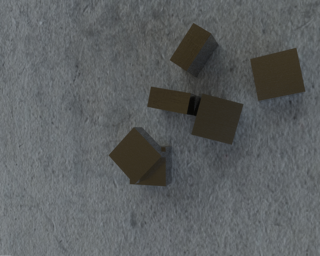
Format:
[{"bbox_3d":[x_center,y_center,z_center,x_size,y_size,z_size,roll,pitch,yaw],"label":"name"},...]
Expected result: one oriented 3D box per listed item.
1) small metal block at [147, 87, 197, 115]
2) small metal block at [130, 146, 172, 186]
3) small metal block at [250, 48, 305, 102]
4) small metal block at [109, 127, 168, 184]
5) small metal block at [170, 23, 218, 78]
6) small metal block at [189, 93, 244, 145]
[{"bbox_3d":[0.019,-0.033,0.388,0.050,0.050,0.025,12,94,19],"label":"small metal block"},{"bbox_3d":[-0.012,0.049,0.412,0.050,0.025,0.050,0,90,19],"label":"small metal block"},{"bbox_3d":[0.136,-0.060,0.361,0.050,0.025,0.050,-11,86,19],"label":"small metal block"},{"bbox_3d":[-0.027,0.034,0.391,0.050,0.025,0.050,46,104,14],"label":"small metal block"},{"bbox_3d":[0.043,-0.093,0.380,0.025,0.050,0.050,37,102,16],"label":"small metal block"},{"bbox_3d":[0.067,-0.011,0.376,0.050,0.025,0.050,14,95,-4],"label":"small metal block"}]
